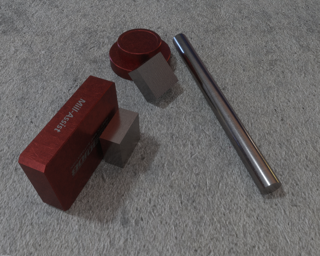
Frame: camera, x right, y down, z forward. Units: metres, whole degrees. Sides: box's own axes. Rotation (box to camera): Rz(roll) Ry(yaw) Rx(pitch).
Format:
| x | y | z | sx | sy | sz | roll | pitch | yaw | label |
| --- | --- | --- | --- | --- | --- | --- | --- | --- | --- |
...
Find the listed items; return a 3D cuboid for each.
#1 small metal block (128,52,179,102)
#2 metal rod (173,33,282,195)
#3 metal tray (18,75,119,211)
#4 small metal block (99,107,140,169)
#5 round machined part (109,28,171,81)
| x | y | z | sx | sy | sz | roll | pitch | yaw | label |
| --- | --- | --- | --- | --- | --- | --- | --- | --- | --- |
| -0.009 | -0.073 | 0.446 | 0.050 | 0.050 | 0.025 | -43 | 18 | -30 | small metal block |
| 0.079 | -0.041 | 0.438 | 0.025 | 0.025 | 0.299 | -14 | 51 | -12 | metal rod |
| -0.090 | 0.015 | 0.347 | 0.030 | 0.089 | 0.130 | 18 | 52 | 14 | metal tray |
| -0.047 | 0.012 | 0.376 | 0.025 | 0.050 | 0.050 | 17 | 52 | 13 | small metal block |
| -0.032 | -0.123 | 0.495 | 0.099 | 0.042 | 0.098 | 0 | 50 | 0 | round machined part |
